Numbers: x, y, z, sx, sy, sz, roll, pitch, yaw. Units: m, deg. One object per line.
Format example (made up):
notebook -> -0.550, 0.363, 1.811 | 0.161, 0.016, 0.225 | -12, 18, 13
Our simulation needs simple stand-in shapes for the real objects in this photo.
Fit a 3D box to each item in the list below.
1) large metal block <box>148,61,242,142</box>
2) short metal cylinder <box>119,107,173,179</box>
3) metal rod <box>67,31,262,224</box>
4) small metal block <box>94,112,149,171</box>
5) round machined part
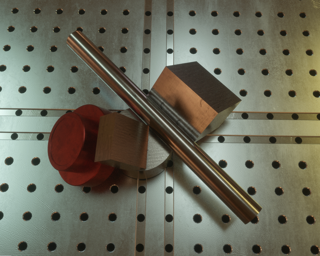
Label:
large metal block -> 0.043, -0.035, 0.385 | 0.080, 0.050, 0.080 | 44, 33, 14
short metal cylinder -> -0.024, 0.020, 0.387 | 0.081, 0.050, 0.080 | 0, 70, 0
metal rod -> -0.006, -0.011, 0.359 | 0.025, 0.025, 0.300 | -42, 75, -14
small metal block -> -0.040, 0.016, 0.333 | 0.025, 0.050, 0.050 | -13, 65, 38
round machined part -> -0.094, 0.019, 0.364 | 0.098, 0.042, 0.098 | -12, 70, 36
